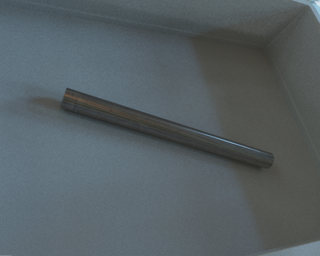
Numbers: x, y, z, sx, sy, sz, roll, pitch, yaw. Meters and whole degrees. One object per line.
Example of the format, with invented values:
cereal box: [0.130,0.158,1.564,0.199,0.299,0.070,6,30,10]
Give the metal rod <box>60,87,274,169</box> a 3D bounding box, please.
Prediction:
metal rod: [0.023,0.006,0.412,0.302,0.025,0.025,17,55,-18]
